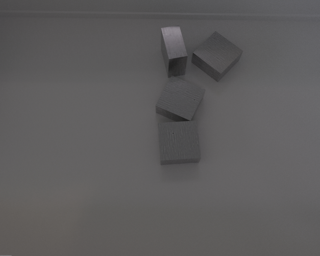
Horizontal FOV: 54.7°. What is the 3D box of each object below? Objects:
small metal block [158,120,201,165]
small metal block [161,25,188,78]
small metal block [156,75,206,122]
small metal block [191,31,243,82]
[{"bbox_3d":[0.024,0.019,0.403,0.050,0.025,0.050,-4,70,-2],"label":"small metal block"},{"bbox_3d":[0.019,-0.106,0.435,0.025,0.050,0.050,-11,71,-4],"label":"small metal block"},{"bbox_3d":[0.028,-0.036,0.423,0.050,0.025,0.050,24,72,8],"label":"small metal block"},{"bbox_3d":[0.082,-0.103,0.448,0.050,0.025,0.050,41,75,13],"label":"small metal block"}]
